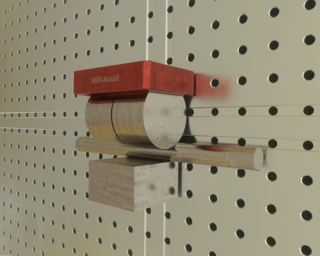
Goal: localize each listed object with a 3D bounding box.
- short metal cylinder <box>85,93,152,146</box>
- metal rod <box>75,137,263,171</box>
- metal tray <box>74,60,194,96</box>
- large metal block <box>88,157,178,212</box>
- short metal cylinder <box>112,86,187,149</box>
[{"bbox_3d":[-0.051,-0.016,0.412,0.050,0.081,0.079,1,91,40],"label":"short metal cylinder"},{"bbox_3d":[-0.014,0.029,0.415,0.300,0.025,0.025,2,91,40],"label":"metal rod"},{"bbox_3d":[-0.034,-0.056,0.390,0.130,0.091,0.030,2,91,40],"label":"metal tray"},{"bbox_3d":[-0.033,0.067,0.395,0.080,0.081,0.050,1,91,40],"label":"large metal block"},{"bbox_3d":[-0.011,-0.016,0.379,0.050,0.081,0.079,2,92,40],"label":"short metal cylinder"}]
